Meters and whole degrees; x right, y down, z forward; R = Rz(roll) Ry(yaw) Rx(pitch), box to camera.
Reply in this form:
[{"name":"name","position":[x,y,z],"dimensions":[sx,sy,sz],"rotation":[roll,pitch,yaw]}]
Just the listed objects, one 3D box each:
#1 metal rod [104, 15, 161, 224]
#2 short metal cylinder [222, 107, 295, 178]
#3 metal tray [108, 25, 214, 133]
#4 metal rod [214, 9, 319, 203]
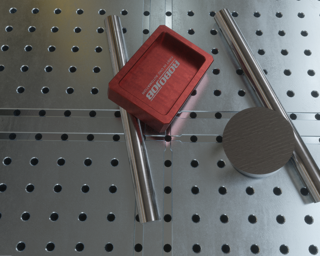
[{"name":"metal rod","position":[-0.042,-0.025,0.420],"dimensions":[0.025,0.025,0.299],"rotation":[-11,70,-4]},{"name":"short metal cylinder","position":[0.120,0.019,0.382],"dimensions":[0.080,0.050,0.080],"rotation":[-4,76,15]},{"name":"metal tray","position":[0.003,-0.069,0.417],"dimensions":[0.090,0.030,0.130],"rotation":[34,65,2]},{"name":"metal rod","position":[0.149,-0.043,0.429],"dimensions":[0.025,0.025,0.299],"rotation":[-20,71,-7]}]
